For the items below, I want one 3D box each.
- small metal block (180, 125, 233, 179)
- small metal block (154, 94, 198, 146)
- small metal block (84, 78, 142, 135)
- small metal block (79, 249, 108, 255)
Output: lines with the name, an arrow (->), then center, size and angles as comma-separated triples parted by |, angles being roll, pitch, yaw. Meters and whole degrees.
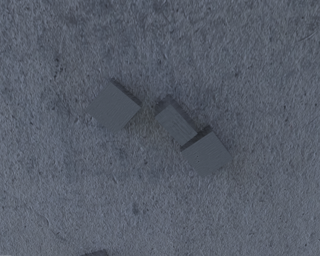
small metal block -> 0.063, 0.032, 0.422 | 0.050, 0.025, 0.050 | -35, 107, 12
small metal block -> 0.019, -0.011, 0.392 | 0.025, 0.050, 0.050 | -40, 106, 13
small metal block -> -0.059, -0.028, 0.399 | 0.050, 0.025, 0.050 | 40, 105, -14
small metal block -> -0.104, 0.227, 0.492 | 0.050, 0.025, 0.050 | -17, 109, 6
